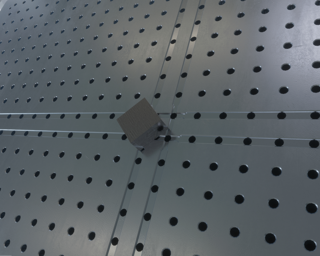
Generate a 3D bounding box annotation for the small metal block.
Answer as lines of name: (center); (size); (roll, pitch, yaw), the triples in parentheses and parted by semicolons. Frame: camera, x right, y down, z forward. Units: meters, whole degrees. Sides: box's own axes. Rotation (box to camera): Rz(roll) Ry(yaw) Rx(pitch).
small metal block: (-0.024, -0.006, 0.426); (0.050, 0.025, 0.050); (-38, 51, 3)
